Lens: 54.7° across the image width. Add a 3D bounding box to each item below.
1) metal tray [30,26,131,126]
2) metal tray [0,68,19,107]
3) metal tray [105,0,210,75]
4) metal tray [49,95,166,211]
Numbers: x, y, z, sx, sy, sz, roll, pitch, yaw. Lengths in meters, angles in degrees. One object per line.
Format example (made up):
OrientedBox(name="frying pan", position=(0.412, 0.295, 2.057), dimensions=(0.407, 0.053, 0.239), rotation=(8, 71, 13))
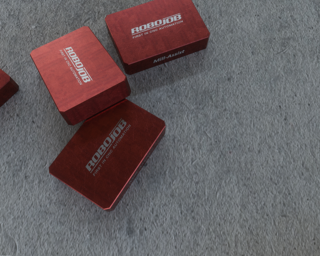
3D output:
OrientedBox(name="metal tray", position=(-0.108, -0.074, 0.415), dimensions=(0.090, 0.030, 0.130), rotation=(-30, 58, -11))
OrientedBox(name="metal tray", position=(-0.273, -0.040, 0.417), dimensions=(0.090, 0.030, 0.130), rotation=(37, 74, 12))
OrientedBox(name="metal tray", position=(-0.004, -0.141, 0.457), dimensions=(0.131, 0.030, 0.090), rotation=(-21, 71, -8))
OrientedBox(name="metal tray", position=(-0.063, 0.027, 0.395), dimensions=(0.090, 0.030, 0.130), rotation=(31, 73, 10))
